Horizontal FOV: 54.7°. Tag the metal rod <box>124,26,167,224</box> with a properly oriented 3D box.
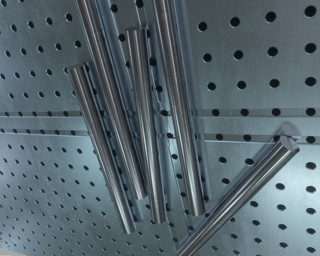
[{"bbox_3d":[-0.015,0.015,0.426,0.025,0.025,0.298,8,122,23],"label":"metal rod"}]

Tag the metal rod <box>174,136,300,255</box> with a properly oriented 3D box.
[{"bbox_3d":[0.090,0.121,0.437,0.025,0.025,0.298,33,129,6],"label":"metal rod"}]

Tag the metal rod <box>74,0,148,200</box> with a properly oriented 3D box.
[{"bbox_3d":[-0.060,-0.026,0.424,0.025,0.025,0.298,2,120,27],"label":"metal rod"}]

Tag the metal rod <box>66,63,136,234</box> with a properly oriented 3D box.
[{"bbox_3d":[-0.084,0.048,0.482,0.025,0.025,0.298,1,119,27],"label":"metal rod"}]

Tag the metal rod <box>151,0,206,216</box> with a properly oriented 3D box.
[{"bbox_3d":[0.028,-0.010,0.389,0.025,0.025,0.298,3,120,26],"label":"metal rod"}]
